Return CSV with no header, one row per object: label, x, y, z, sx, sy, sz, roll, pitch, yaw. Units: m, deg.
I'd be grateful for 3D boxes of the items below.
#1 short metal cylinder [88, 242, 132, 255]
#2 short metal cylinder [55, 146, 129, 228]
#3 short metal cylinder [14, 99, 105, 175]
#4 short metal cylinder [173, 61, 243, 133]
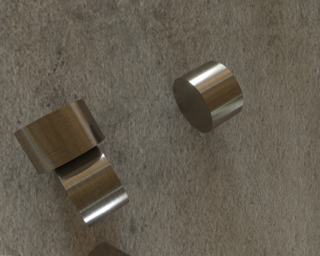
short metal cylinder,-0.062,0.181,0.358,0.050,0.080,0.080,36,78,-17
short metal cylinder,-0.078,0.064,0.352,0.050,0.080,0.080,-31,101,-18
short metal cylinder,-0.108,0.008,0.340,0.080,0.080,0.050,-30,99,-18
short metal cylinder,0.061,-0.040,0.404,0.050,0.080,0.080,-31,101,-17
